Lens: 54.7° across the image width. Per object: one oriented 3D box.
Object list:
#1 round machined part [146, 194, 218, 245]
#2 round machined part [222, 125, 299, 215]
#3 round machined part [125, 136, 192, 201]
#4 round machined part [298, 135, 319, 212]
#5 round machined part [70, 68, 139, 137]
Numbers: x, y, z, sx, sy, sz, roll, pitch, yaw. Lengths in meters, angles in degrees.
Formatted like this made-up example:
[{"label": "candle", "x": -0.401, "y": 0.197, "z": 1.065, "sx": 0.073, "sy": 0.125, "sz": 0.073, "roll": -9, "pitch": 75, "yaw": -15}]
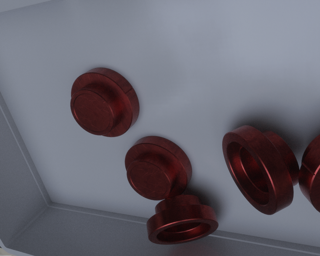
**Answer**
[{"label": "round machined part", "x": 0.029, "y": 0.128, "z": 0.439, "sx": 0.099, "sy": 0.042, "sz": 0.097, "roll": -8, "pitch": 144, "yaw": -5}, {"label": "round machined part", "x": 0.113, "y": 0.041, "z": 0.341, "sx": 0.098, "sy": 0.042, "sz": 0.098, "roll": 62, "pitch": 168, "yaw": 24}, {"label": "round machined part", "x": -0.008, "y": 0.064, "z": 0.440, "sx": 0.098, "sy": 0.042, "sz": 0.097, "roll": 13, "pitch": 124, "yaw": 20}, {"label": "round machined part", "x": 0.183, "y": 0.037, "z": 0.306, "sx": 0.099, "sy": 0.042, "sz": 0.097, "roll": -4, "pitch": 117, "yaw": -7}, {"label": "round machined part", "x": -0.081, "y": -0.029, "z": 0.421, "sx": 0.098, "sy": 0.042, "sz": 0.097, "roll": 13, "pitch": 124, "yaw": 20}]
